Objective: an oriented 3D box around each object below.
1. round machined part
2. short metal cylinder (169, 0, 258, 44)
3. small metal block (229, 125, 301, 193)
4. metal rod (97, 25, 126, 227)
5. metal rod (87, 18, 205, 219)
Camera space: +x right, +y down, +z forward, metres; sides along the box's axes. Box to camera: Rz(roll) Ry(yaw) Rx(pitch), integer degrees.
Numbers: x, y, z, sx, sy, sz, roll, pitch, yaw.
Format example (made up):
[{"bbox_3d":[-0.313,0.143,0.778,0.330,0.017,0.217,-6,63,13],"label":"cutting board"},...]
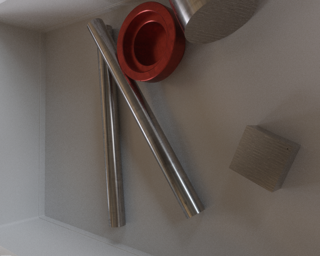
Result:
[{"bbox_3d":[-0.007,-0.107,0.399,0.098,0.042,0.097,0,90,39],"label":"round machined part"},{"bbox_3d":[0.054,-0.133,0.325,0.080,0.081,0.050,-33,70,35],"label":"short metal cylinder"},{"bbox_3d":[0.107,0.030,0.318,0.050,0.025,0.050,30,108,35],"label":"small metal block"},{"bbox_3d":[-0.074,-0.005,0.465,0.025,0.025,0.298,-7,85,39],"label":"metal rod"},{"bbox_3d":[-0.025,-0.024,0.410,0.025,0.025,0.299,-39,71,33],"label":"metal rod"}]
